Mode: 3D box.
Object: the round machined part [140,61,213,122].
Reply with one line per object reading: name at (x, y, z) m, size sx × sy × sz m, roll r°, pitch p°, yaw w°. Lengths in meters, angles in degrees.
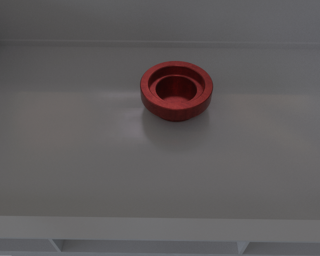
round machined part at (0.022, -0.047, 0.434) m, size 0.099 × 0.042 × 0.098 m, roll 0°, pitch 50°, yaw 0°
